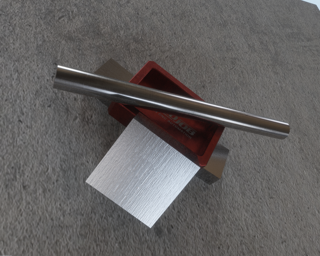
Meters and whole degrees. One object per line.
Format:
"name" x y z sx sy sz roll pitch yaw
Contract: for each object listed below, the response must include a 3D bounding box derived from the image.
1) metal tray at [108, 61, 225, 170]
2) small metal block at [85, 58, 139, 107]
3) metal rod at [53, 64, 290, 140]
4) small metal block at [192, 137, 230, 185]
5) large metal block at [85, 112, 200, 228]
"metal tray" 0.013 -0.015 0.387 0.130 0.030 0.090 37 51 -3
"small metal block" -0.062 -0.057 0.407 0.050 0.025 0.050 38 51 -3
"metal rod" 0.032 -0.024 0.368 0.302 0.025 0.025 12 57 -22
"small metal block" 0.060 0.040 0.415 0.050 0.025 0.050 33 51 -7
"large metal block" -0.016 0.041 0.326 0.080 0.080 0.050 37 9 -4
